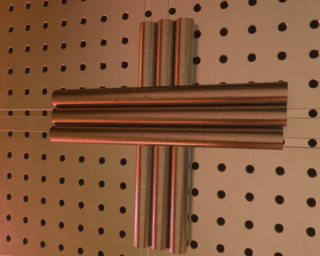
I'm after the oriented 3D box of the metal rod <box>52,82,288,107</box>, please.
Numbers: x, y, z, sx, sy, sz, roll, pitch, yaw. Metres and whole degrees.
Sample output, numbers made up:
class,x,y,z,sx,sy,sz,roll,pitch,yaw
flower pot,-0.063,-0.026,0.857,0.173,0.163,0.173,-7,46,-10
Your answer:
class,x,y,z,sx,sy,sz,roll,pitch,yaw
metal rod,-0.003,-0.040,0.387,0.301,0.025,0.025,1,90,20

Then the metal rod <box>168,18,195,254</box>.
class,x,y,z,sx,sy,sz,roll,pitch,yaw
metal rod,0.028,0.010,0.403,0.025,0.025,0.298,2,91,20

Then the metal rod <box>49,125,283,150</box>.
class,x,y,z,sx,sy,sz,roll,pitch,yaw
metal rod,-0.007,0.010,0.389,0.301,0.025,0.025,1,90,20

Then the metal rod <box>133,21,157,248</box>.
class,x,y,z,sx,sy,sz,roll,pitch,yaw
metal rod,-0.019,0.009,0.420,0.025,0.025,0.298,2,91,20

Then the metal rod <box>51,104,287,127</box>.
class,x,y,z,sx,sy,sz,roll,pitch,yaw
metal rod,-0.004,-0.015,0.388,0.301,0.025,0.025,1,90,20

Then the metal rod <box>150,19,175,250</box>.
class,x,y,z,sx,sy,sz,roll,pitch,yaw
metal rod,0.004,0.009,0.412,0.025,0.025,0.298,2,91,20
